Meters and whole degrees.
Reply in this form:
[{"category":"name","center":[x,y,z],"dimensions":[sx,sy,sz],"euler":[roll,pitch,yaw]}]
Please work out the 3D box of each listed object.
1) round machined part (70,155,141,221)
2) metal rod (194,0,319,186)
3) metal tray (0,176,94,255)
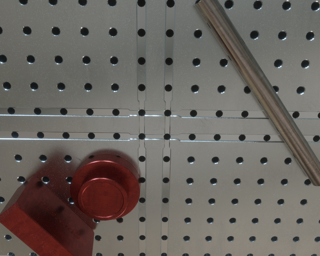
[{"category":"round machined part","center":[-0.077,0.090,0.437],"dimensions":[0.099,0.042,0.097],"euler":[0,110,-1]},{"category":"metal rod","center":[0.140,-0.038,0.401],"dimensions":[0.025,0.025,0.300],"euler":[-35,107,12]},{"category":"metal tray","center":[-0.147,0.135,0.424],"dimensions":[0.030,0.090,0.130],"euler":[-40,106,2]}]
